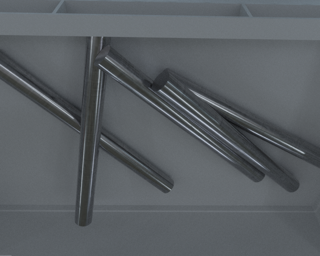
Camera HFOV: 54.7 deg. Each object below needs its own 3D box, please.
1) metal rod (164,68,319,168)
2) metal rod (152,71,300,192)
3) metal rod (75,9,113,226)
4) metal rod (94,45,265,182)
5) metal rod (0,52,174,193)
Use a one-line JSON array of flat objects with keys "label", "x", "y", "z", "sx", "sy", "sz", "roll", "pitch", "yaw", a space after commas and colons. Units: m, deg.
[{"label": "metal rod", "x": 0.132, "y": 0.000, "z": 0.411, "sx": 0.302, "sy": 0.025, "sz": 0.025, "roll": 24, "pitch": 126, "yaw": -20}, {"label": "metal rod", "x": 0.104, "y": 0.021, "z": 0.405, "sx": 0.025, "sy": 0.025, "sz": 0.301, "roll": -37, "pitch": 129, "yaw": 26}, {"label": "metal rod", "x": -0.086, "y": 0.010, "z": 0.384, "sx": 0.025, "sy": 0.025, "sz": 0.298, "roll": 8, "pitch": 120, "yaw": -7}, {"label": "metal rod", "x": 0.046, "y": 0.000, "z": 0.390, "sx": 0.025, "sy": 0.025, "sz": 0.301, "roll": -36, "pitch": 128, "yaw": 26}, {"label": "metal rod", "x": -0.088, "y": 0.007, "z": 0.413, "sx": 0.025, "sy": 0.025, "sz": 0.301, "roll": -35, "pitch": 123, "yaw": 25}]
